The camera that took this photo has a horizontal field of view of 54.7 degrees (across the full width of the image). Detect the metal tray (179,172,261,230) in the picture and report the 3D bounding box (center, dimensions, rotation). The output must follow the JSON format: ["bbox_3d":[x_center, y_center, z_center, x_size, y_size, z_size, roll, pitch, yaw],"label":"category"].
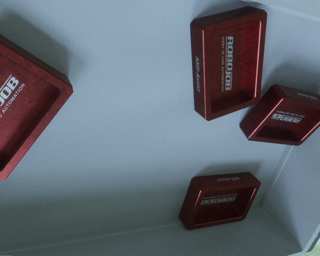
[{"bbox_3d":[0.105,0.126,0.539,0.131,0.030,0.089,0,118,-29],"label":"metal tray"}]

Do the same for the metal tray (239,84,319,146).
[{"bbox_3d":[0.202,-0.016,0.489,0.131,0.030,0.089,7,131,-31],"label":"metal tray"}]

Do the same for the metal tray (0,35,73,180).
[{"bbox_3d":[-0.162,-0.017,0.306,0.090,0.030,0.130,34,99,-39],"label":"metal tray"}]

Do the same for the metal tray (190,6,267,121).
[{"bbox_3d":[0.089,-0.081,0.403,0.091,0.030,0.129,-19,126,-17],"label":"metal tray"}]
